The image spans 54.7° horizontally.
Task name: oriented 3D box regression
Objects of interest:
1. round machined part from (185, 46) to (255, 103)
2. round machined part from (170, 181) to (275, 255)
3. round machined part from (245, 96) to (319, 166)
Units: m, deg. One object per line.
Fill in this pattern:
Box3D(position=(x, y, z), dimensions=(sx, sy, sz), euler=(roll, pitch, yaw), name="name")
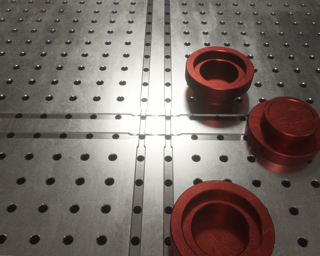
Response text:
Box3D(position=(0.086, -0.075, 0.461), dimensions=(0.099, 0.042, 0.098), euler=(0, 50, 0), name="round machined part")
Box3D(position=(0.059, 0.105, 0.309), dimensions=(0.099, 0.042, 0.098), euler=(0, 50, 0), name="round machined part")
Box3D(position=(0.164, -0.003, 0.401), dimensions=(0.099, 0.042, 0.098), euler=(0, 50, 0), name="round machined part")
